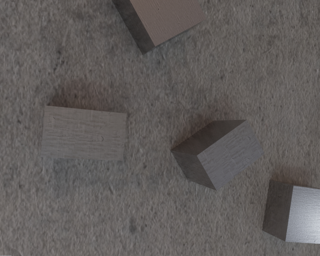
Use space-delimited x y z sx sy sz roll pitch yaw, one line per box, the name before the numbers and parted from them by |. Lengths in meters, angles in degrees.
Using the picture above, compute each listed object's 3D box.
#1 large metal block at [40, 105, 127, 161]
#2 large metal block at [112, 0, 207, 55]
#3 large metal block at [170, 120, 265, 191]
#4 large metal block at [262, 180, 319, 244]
large metal block | -0.088 0.006 0.348 0.081 0.080 0.050 5 89 -20
large metal block | -0.002 -0.152 0.396 0.080 0.050 0.080 -33 101 -17
large metal block | 0.073 0.031 0.408 0.080 0.080 0.050 -33 101 -17
large metal block | 0.212 0.128 0.477 0.081 0.050 0.080 11 86 -20
